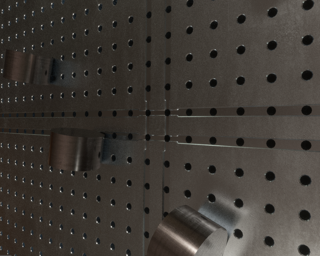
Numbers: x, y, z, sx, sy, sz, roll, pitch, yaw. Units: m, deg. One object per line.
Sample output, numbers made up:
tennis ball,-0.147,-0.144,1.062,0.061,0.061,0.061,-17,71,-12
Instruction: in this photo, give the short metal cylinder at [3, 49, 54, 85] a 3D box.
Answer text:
short metal cylinder,-0.241,-0.112,0.569,0.080,0.081,0.050,20,102,38

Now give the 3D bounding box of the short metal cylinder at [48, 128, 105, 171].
short metal cylinder,-0.129,0.031,0.477,0.080,0.081,0.050,13,99,39

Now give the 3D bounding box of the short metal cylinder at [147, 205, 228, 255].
short metal cylinder,0.032,0.134,0.346,0.050,0.081,0.079,25,106,37
